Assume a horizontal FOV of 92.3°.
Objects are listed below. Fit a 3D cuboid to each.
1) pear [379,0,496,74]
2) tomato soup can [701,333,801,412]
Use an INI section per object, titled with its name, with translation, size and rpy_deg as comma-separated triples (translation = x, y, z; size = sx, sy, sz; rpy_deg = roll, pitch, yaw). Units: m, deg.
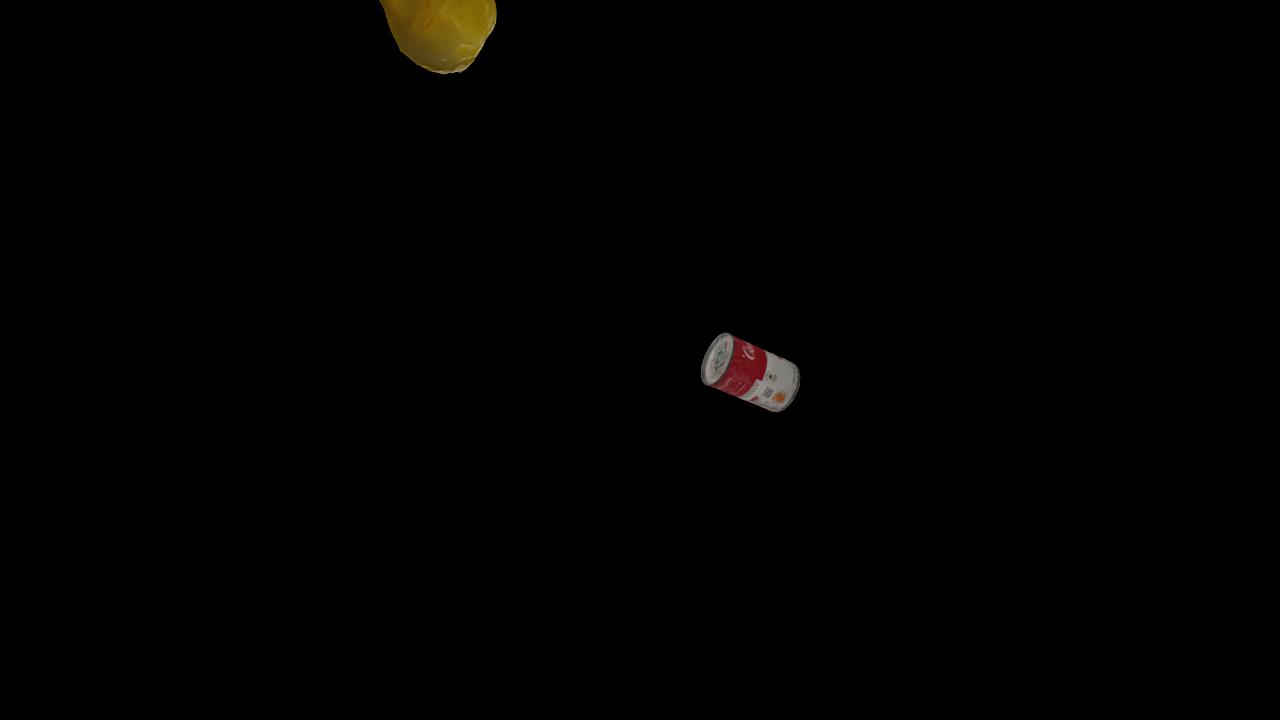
[pear]
translation = -0.158, -0.259, 0.430
size = 0.111, 0.080, 0.080
rpy_deg = 33, -18, -31
[tomato soup can]
translation = 0.134, 0.017, 0.740
size = 0.101, 0.068, 0.068
rpy_deg = 23, -8, -19
